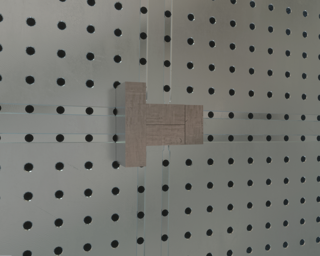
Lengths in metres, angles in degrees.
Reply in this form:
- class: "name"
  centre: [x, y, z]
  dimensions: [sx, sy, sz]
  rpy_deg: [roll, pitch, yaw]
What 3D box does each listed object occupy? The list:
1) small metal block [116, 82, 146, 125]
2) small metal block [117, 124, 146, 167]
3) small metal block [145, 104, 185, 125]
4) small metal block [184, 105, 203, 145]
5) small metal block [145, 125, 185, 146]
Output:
- class: "small metal block"
  centre: [-0.037, -0.029, 0.386]
  dimensions: [0.025, 0.050, 0.050]
  rpy_deg: [0, 90, -20]
- class: "small metal block"
  centre: [-0.037, 0.021, 0.386]
  dimensions: [0.025, 0.050, 0.050]
  rpy_deg: [0, 90, -20]
- class: "small metal block"
  centre: [-0.001, -0.017, 0.399]
  dimensions: [0.050, 0.050, 0.025]
  rpy_deg: [0, 90, -20]
- class: "small metal block"
  centre: [0.035, -0.004, 0.412]
  dimensions: [0.025, 0.050, 0.050]
  rpy_deg: [0, 90, -20]
- class: "small metal block"
  centre: [-0.001, 0.008, 0.399]
  dimensions: [0.050, 0.050, 0.025]
  rpy_deg: [0, 90, -20]
